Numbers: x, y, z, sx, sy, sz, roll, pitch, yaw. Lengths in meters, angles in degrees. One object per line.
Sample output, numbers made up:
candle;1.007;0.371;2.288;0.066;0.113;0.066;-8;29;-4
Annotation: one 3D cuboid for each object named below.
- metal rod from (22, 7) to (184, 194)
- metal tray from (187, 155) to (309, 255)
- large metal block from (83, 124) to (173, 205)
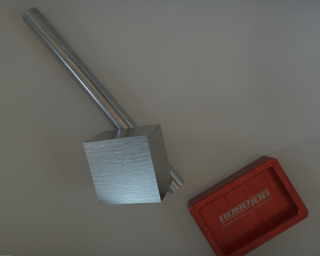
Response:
metal rod;-0.074;-0.036;0.410;0.025;0.025;0.300;-40;91;0
metal tray;0.114;0.107;0.410;0.130;0.030;0.090;-31;90;-1
large metal block;-0.037;0.044;0.379;0.080;0.050;0.079;-8;103;19
